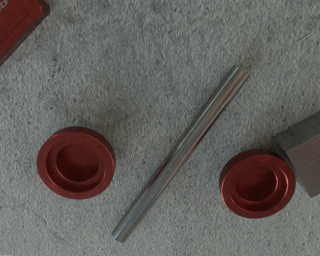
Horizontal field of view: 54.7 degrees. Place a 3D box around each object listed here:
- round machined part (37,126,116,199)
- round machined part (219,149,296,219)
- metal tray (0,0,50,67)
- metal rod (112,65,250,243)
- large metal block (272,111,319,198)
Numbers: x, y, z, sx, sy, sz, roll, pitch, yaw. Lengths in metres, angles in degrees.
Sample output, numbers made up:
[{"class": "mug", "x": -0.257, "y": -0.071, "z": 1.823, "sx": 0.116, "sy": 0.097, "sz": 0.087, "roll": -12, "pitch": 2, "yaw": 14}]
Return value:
[{"class": "round machined part", "x": -0.108, "y": 0.043, "z": 0.415, "sx": 0.099, "sy": 0.042, "sz": 0.097, "roll": 0, "pitch": 110, "yaw": -1}, {"class": "round machined part", "x": 0.131, "y": 0.073, "z": 0.430, "sx": 0.099, "sy": 0.042, "sz": 0.097, "roll": 0, "pitch": 110, "yaw": -1}, {"class": "metal tray", "x": -0.206, "y": -0.125, "z": 0.357, "sx": 0.130, "sy": 0.030, "sz": 0.090, "roll": -41, "pitch": 106, "yaw": 13}, {"class": "metal rod", "x": 0.020, "y": 0.046, "z": 0.427, "sx": 0.025, "sy": 0.025, "sz": 0.299, "roll": 31, "pitch": 107, "yaw": -11}, {"class": "large metal block", "x": 0.211, "y": 0.032, "z": 0.411, "sx": 0.080, "sy": 0.050, "sz": 0.080, "roll": -31, "pitch": 108, "yaw": 10}]
